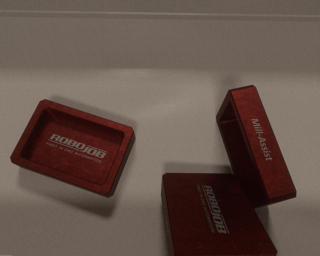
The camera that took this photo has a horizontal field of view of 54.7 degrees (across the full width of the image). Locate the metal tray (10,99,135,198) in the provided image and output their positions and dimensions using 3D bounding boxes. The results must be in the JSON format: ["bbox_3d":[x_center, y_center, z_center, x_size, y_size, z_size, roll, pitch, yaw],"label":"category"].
[{"bbox_3d":[-0.108,0.025,0.396,0.131,0.030,0.090,18,71,6],"label":"metal tray"}]

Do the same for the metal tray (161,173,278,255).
[{"bbox_3d":[0.052,0.094,0.324,0.091,0.130,0.030,2,114,-6],"label":"metal tray"}]

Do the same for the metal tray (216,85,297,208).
[{"bbox_3d":[0.106,0.026,0.366,0.030,0.090,0.130,-13,71,-5],"label":"metal tray"}]
